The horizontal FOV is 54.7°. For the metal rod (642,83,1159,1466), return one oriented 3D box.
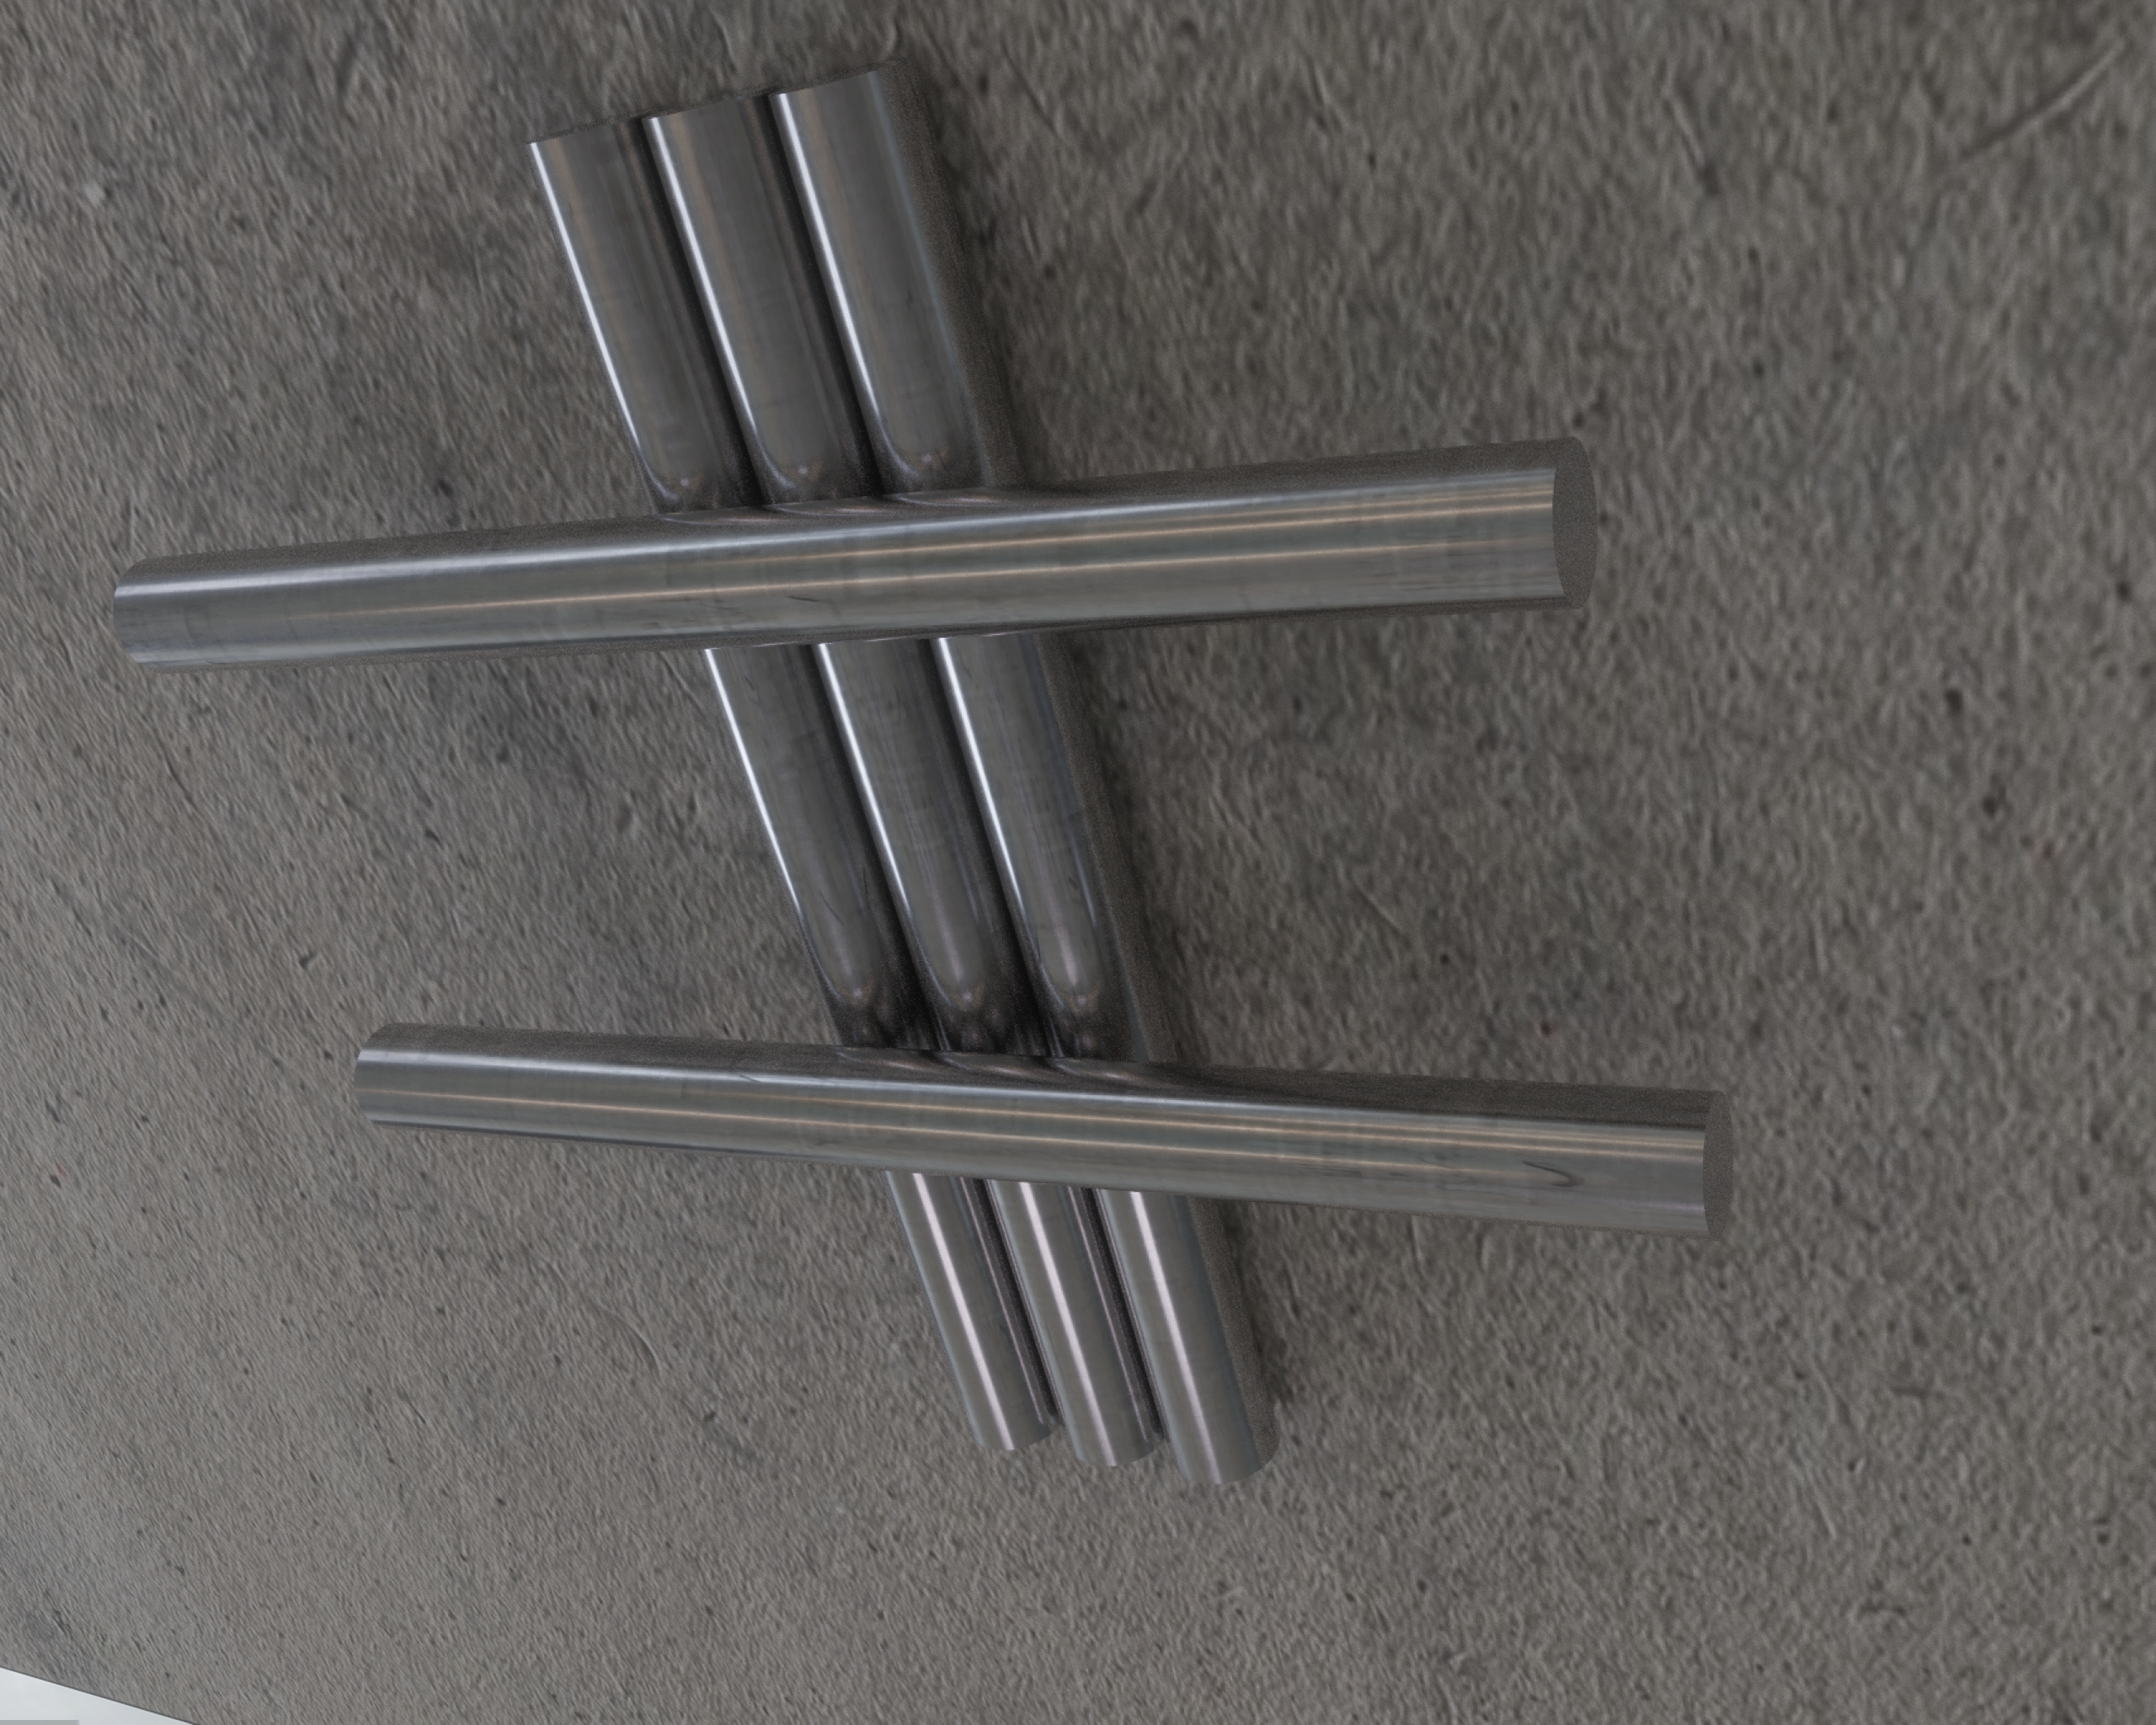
[{"bbox_3d":[-0.027,0.000,0.420,0.025,0.025,0.298,-1,118,29],"label":"metal rod"}]

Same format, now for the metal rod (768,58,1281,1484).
[{"bbox_3d":[-0.003,0.000,0.408,0.025,0.025,0.298,-1,118,29],"label":"metal rod"}]

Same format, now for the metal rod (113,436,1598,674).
[{"bbox_3d":[-0.061,-0.051,0.373,0.300,0.025,0.025,1,119,28],"label":"metal rod"}]

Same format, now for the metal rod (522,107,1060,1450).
[{"bbox_3d":[-0.050,0.000,0.433,0.025,0.025,0.298,-1,118,29],"label":"metal rod"}]

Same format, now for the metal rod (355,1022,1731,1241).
[{"bbox_3d":[-0.026,0.050,0.417,0.300,0.025,0.025,0,119,28],"label":"metal rod"}]
